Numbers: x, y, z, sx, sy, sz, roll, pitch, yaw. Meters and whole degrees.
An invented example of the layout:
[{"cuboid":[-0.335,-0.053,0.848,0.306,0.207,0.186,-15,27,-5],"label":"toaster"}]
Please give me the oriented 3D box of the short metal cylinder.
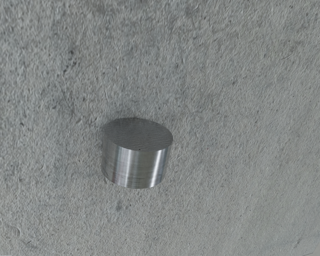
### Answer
[{"cuboid":[-0.028,0.028,0.372,0.081,0.080,0.050,-4,120,-27],"label":"short metal cylinder"}]
